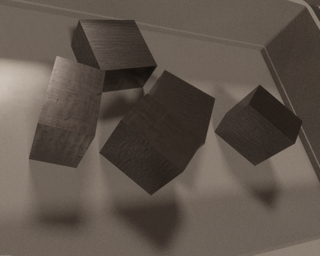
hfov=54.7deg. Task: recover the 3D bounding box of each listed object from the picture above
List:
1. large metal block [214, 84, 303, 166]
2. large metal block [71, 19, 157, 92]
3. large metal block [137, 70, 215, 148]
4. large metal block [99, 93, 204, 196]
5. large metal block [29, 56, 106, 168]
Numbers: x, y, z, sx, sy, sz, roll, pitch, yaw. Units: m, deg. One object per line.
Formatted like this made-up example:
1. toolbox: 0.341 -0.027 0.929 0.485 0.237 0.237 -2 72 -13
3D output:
1. large metal block: 0.141 -0.002 0.450 0.080 0.080 0.050 40 51 -1
2. large metal block: -0.063 -0.097 0.416 0.081 0.050 0.080 -13 69 -34
3. large metal block: 0.020 -0.017 0.412 0.080 0.050 0.080 28 52 -11
4. large metal block: -0.012 0.021 0.352 0.080 0.080 0.050 40 51 -2
5. large metal block: -0.098 -0.014 0.327 0.050 0.080 0.080 15 56 -20
